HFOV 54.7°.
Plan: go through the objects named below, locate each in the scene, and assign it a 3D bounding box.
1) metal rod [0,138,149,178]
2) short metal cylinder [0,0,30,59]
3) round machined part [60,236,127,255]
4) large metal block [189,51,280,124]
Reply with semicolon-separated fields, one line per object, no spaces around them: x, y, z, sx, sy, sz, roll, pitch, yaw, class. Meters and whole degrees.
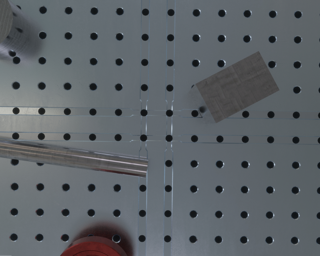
-0.166;0.033;0.411;0.302;0.025;0.025;8;90;0;metal rod
-0.218;-0.133;0.399;0.081;0.050;0.079;0;90;0;short metal cylinder
-0.086;0.190;0.404;0.099;0.042;0.097;0;90;0;round machined part
0.087;-0.046;0.387;0.080;0.080;0.050;-28;90;0;large metal block
